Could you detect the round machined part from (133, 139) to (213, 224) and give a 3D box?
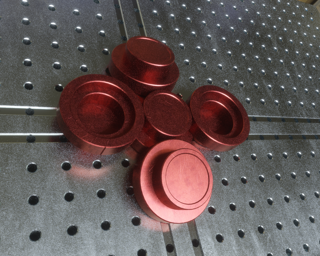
[{"bbox_3d":[0.022,0.060,0.359,0.099,0.042,0.098,8,73,-27],"label":"round machined part"}]

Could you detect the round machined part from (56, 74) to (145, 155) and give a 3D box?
[{"bbox_3d":[-0.072,-0.012,0.367,0.099,0.042,0.098,14,56,-21],"label":"round machined part"}]

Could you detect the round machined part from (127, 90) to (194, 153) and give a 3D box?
[{"bbox_3d":[0.003,-0.011,0.405,0.099,0.042,0.098,14,56,-21],"label":"round machined part"}]

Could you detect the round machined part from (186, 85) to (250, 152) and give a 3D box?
[{"bbox_3d":[0.077,-0.010,0.446,0.099,0.042,0.098,14,56,-21],"label":"round machined part"}]

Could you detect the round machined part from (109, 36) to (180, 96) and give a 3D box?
[{"bbox_3d":[-0.018,-0.091,0.430,0.099,0.042,0.098,14,43,-13],"label":"round machined part"}]
